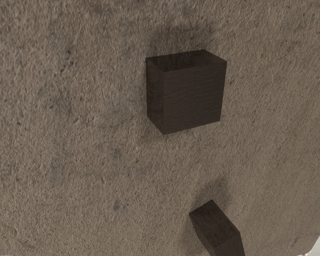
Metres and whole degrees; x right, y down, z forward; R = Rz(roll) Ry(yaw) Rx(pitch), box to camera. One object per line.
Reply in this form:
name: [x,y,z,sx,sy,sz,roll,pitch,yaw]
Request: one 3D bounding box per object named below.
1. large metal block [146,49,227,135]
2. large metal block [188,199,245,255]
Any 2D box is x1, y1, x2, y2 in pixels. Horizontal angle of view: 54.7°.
large metal block: [0.030,-0.046,0.380,0.081,0.050,0.079,-14,124,-21]
large metal block: [0.100,0.188,0.545,0.050,0.080,0.080,-29,129,-11]
